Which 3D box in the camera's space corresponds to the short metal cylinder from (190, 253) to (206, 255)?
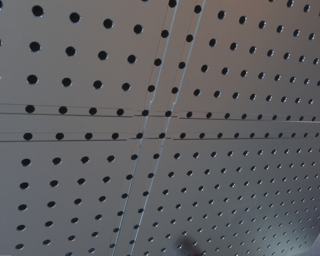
[{"bbox_3d":[0.073,0.302,0.625,0.081,0.050,0.079,-14,124,-21],"label":"short metal cylinder"}]
